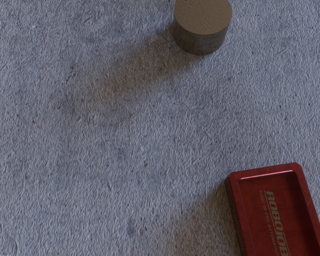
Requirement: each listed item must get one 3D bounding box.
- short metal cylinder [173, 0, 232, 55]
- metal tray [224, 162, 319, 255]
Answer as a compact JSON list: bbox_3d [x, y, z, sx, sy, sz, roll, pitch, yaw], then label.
[{"bbox_3d":[0.060,-0.154,0.451,0.081,0.050,0.080,0,70,0],"label":"short metal cylinder"},{"bbox_3d":[0.136,0.112,0.365,0.091,0.030,0.130,-8,70,-3],"label":"metal tray"}]
